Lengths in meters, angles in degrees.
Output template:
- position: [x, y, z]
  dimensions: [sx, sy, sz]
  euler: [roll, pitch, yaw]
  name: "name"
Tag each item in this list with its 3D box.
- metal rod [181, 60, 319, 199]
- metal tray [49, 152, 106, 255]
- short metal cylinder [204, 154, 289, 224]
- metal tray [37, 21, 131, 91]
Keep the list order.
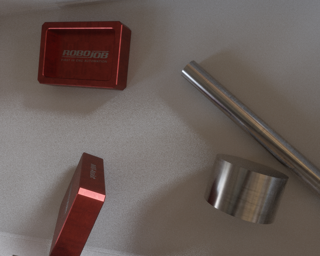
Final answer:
- position: [0.140, 0.025, 0.360]
  dimensions: [0.300, 0.025, 0.025]
  euler: [44, 104, 14]
  name: "metal rod"
- position: [-0.102, 0.094, 0.392]
  dimensions: [0.030, 0.130, 0.090]
  euler: [22, 98, -16]
  name: "metal tray"
- position: [0.095, 0.065, 0.347]
  dimensions: [0.080, 0.080, 0.050]
  euler: [18, 96, 19]
  name: "short metal cylinder"
- position: [-0.110, -0.104, 0.445]
  dimensions: [0.130, 0.030, 0.089]
  euler: [6, 92, 19]
  name: "metal tray"
